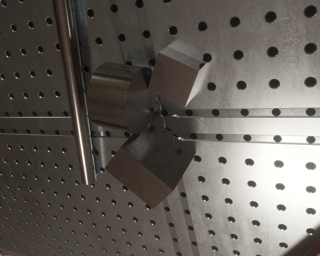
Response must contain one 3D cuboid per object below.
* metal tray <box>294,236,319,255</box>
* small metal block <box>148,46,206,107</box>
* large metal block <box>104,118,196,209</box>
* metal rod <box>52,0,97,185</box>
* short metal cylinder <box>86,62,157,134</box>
[{"bbox_3d":[0.227,0.198,0.410,0.090,0.030,0.129,31,128,8],"label":"metal tray"},{"bbox_3d":[0.019,-0.060,0.363,0.050,0.025,0.050,27,128,10],"label":"small metal block"},{"bbox_3d":[-0.011,0.043,0.407,0.080,0.080,0.050,40,129,1],"label":"large metal block"},{"bbox_3d":[-0.119,-0.038,0.448,0.025,0.025,0.298,14,124,20],"label":"metal rod"},{"bbox_3d":[-0.044,-0.036,0.375,0.050,0.080,0.079,12,123,21],"label":"short metal cylinder"}]
